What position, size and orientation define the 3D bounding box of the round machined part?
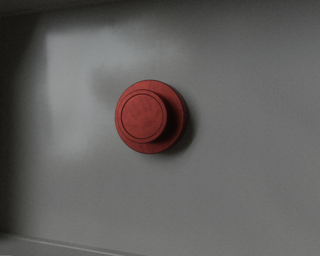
[{"bbox_3d":[-0.016,-0.015,0.404,0.098,0.042,0.097,0,90,20],"label":"round machined part"}]
